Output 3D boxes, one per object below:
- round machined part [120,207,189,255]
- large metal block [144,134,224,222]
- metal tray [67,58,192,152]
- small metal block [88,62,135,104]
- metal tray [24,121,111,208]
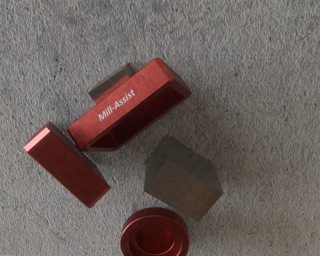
[{"bbox_3d":[-0.007,0.158,0.459,0.099,0.042,0.097,0,110,0],"label":"round machined part"},{"bbox_3d":[0.028,0.062,0.403,0.080,0.080,0.050,32,107,-11],"label":"large metal block"},{"bbox_3d":[-0.032,-0.020,0.365,0.130,0.090,0.030,-36,76,12],"label":"metal tray"},{"bbox_3d":[-0.055,-0.052,0.377,0.050,0.050,0.025,-32,107,11],"label":"small metal block"},{"bbox_3d":[-0.110,0.037,0.365,0.030,0.130,0.090,-45,106,-10],"label":"metal tray"}]
